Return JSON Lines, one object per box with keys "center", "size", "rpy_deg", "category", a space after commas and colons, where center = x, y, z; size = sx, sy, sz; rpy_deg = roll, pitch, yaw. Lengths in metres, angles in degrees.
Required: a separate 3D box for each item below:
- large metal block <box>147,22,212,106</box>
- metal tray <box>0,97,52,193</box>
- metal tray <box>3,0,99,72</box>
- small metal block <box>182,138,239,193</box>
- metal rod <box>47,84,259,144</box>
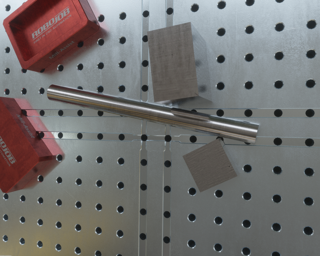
{"center": [0.027, -0.071, 0.373], "size": [0.050, 0.080, 0.080], "rpy_deg": [-7, 88, 19], "category": "large metal block"}
{"center": [-0.242, 0.025, 0.493], "size": [0.090, 0.030, 0.130], "rpy_deg": [-41, 77, 15], "category": "metal tray"}
{"center": [-0.166, -0.155, 0.466], "size": [0.130, 0.030, 0.090], "rpy_deg": [-29, 81, 17], "category": "metal tray"}
{"center": [0.064, 0.046, 0.390], "size": [0.050, 0.025, 0.050], "rpy_deg": [-28, 81, 17], "category": "small metal block"}
{"center": [-0.023, -0.023, 0.419], "size": [0.301, 0.025, 0.025], "rpy_deg": [12, 94, 19], "category": "metal rod"}
